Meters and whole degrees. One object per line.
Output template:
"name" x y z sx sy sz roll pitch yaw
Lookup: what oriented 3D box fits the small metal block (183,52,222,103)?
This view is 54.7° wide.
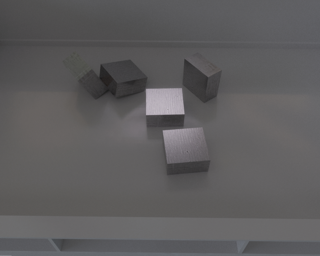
"small metal block" 0.060 -0.073 0.450 0.025 0.050 0.050 -30 56 -22

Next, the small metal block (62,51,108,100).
"small metal block" -0.108 -0.076 0.448 0.025 0.050 0.050 -41 59 -4

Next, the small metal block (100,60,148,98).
"small metal block" -0.055 -0.075 0.460 0.050 0.025 0.050 -17 51 -33

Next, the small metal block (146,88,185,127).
"small metal block" 0.006 -0.028 0.429 0.050 0.025 0.050 -1 50 -1

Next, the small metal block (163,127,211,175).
"small metal block" 0.031 0.028 0.382 0.050 0.025 0.050 -4 50 -4
